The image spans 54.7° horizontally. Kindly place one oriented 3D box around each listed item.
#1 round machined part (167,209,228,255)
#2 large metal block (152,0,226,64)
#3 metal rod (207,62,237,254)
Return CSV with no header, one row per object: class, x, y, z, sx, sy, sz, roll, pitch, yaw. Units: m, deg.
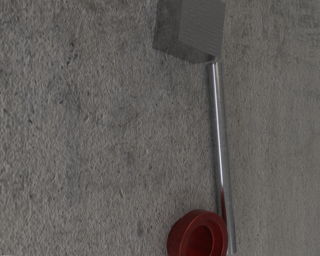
round machined part,0.048,0.163,0.434,0.099,0.042,0.097,0,90,-40
large metal block,0.041,-0.140,0.422,0.081,0.050,0.080,11,83,-40
metal rod,0.098,0.049,0.486,0.025,0.025,0.298,-9,96,-40
